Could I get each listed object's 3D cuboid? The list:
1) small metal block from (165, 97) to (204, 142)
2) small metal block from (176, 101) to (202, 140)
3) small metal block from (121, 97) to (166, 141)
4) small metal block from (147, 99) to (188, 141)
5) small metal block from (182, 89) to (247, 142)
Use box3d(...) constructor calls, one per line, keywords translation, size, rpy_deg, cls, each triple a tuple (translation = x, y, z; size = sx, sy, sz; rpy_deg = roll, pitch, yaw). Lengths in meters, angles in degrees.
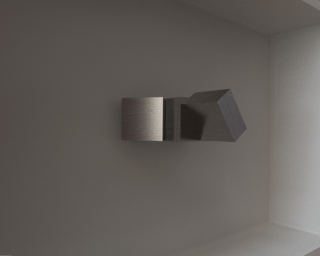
box3d(translation=(0.034, -0.009, 0.366), size=(0.050, 0.025, 0.050), rpy_deg=(1, 89, -40), cls="small metal block")
box3d(translation=(0.038, -0.009, 0.417), size=(0.025, 0.050, 0.050), rpy_deg=(1, 90, -6), cls="small metal block")
box3d(translation=(-0.017, -0.010, 0.370), size=(0.025, 0.050, 0.050), rpy_deg=(2, 89, -74), cls="small metal block")
box3d(translation=(0.009, -0.009, 0.395), size=(0.025, 0.050, 0.050), rpy_deg=(1, 89, -40), cls="small metal block")
box3d(translation=(0.059, -0.013, 0.339), size=(0.025, 0.050, 0.050), rpy_deg=(-42, 116, -31), cls="small metal block")
